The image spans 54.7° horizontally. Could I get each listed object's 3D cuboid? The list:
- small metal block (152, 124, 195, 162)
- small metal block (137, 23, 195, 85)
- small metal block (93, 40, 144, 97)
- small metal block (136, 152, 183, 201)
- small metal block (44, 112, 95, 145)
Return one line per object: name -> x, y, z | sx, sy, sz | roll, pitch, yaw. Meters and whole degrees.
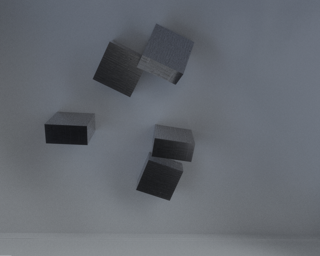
small metal block -> 0.016, 0.019, 0.405 | 0.050, 0.050, 0.025 | 9, 110, -4
small metal block -> 0.007, -0.087, 0.365 | 0.050, 0.050, 0.025 | 24, 153, -9
small metal block -> -0.048, -0.074, 0.384 | 0.050, 0.025, 0.050 | 26, 108, -10
small metal block -> -0.001, 0.068, 0.437 | 0.050, 0.025, 0.050 | 20, 109, -8
small metal block -> -0.113, 0.000, 0.396 | 0.050, 0.050, 0.025 | 3, 110, -2
